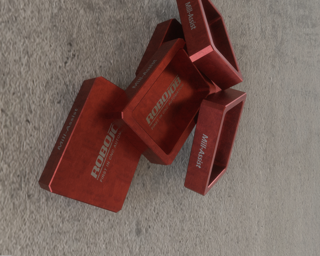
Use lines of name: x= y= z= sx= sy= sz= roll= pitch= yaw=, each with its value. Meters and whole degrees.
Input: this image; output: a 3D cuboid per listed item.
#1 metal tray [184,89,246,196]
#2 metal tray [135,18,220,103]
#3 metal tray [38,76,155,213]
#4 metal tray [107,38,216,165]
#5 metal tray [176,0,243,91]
metal tray: x=0.076 y=0.017 z=0.425 sx=0.091 sy=0.030 sz=0.129 roll=-29 pitch=133 yaw=-53
metal tray: x=0.036 y=-0.076 z=0.435 sx=0.130 sy=0.030 sz=0.090 roll=34 pitch=69 yaw=-35
metal tray: x=-0.065 y=0.019 z=0.349 sx=0.090 sy=0.030 sz=0.130 roll=31 pitch=71 yaw=-36
metal tray: x=0.008 y=-0.032 z=0.373 sx=0.090 sy=0.030 sz=0.130 roll=49 pitch=61 yaw=-29
metal tray: x=0.065 y=-0.125 z=0.415 sx=0.090 sy=0.030 sz=0.130 roll=29 pitch=44 yaw=-47
